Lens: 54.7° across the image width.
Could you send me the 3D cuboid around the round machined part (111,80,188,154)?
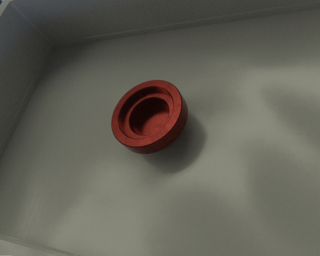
[{"bbox_3d":[-0.010,-0.011,0.400,0.098,0.042,0.098,-13,56,20],"label":"round machined part"}]
